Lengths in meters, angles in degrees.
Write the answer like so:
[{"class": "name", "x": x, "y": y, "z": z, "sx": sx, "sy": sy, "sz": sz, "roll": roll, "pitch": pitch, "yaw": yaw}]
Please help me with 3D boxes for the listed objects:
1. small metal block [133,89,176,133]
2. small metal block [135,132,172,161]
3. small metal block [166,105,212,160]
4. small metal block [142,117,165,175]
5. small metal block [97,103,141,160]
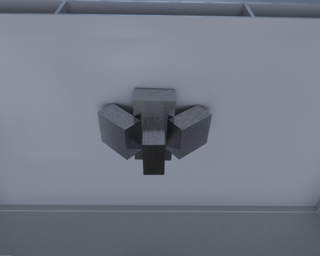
[{"class": "small metal block", "x": -0.008, "y": -0.021, "z": 0.388, "sx": 0.050, "sy": 0.025, "sz": 0.050, "roll": 1, "pitch": 130, "yaw": -2}, {"class": "small metal block", "x": -0.009, "y": 0.017, "z": 0.421, "sx": 0.050, "sy": 0.025, "sz": 0.050, "roll": 2, "pitch": 130, "yaw": -2}, {"class": "small metal block", "x": 0.036, "y": 0.005, "z": 0.396, "sx": 0.050, "sy": 0.025, "sz": 0.050, "roll": -27, "pitch": 139, "yaw": -30}, {"class": "small metal block", "x": -0.007, "y": 0.021, "z": 0.375, "sx": 0.025, "sy": 0.050, "sz": 0.050, "roll": 0, "pitch": 130, "yaw": -1}, {"class": "small metal block", "x": -0.051, "y": 0.004, "z": 0.392, "sx": 0.050, "sy": 0.025, "sz": 0.050, "roll": 32, "pitch": 139, "yaw": 31}]
